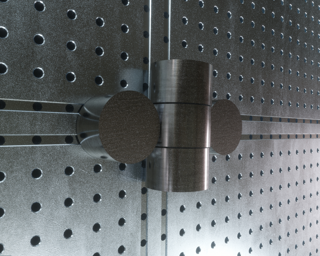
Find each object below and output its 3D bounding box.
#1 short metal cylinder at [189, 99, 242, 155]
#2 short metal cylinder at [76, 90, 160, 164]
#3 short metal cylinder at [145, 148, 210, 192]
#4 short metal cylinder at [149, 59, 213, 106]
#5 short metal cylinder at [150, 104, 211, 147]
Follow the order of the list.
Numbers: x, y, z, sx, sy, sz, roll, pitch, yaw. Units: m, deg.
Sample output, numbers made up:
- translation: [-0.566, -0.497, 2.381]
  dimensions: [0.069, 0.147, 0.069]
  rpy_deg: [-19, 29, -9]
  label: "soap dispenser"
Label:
- translation: [0.077, -0.001, 0.459]
  dimensions: [0.081, 0.050, 0.079]
  rpy_deg: [0, 90, -40]
  label: "short metal cylinder"
- translation: [-0.047, -0.001, 0.354]
  dimensions: [0.081, 0.050, 0.079]
  rpy_deg: [0, 90, -40]
  label: "short metal cylinder"
- translation: [0.022, 0.049, 0.393]
  dimensions: [0.081, 0.080, 0.050]
  rpy_deg: [2, 89, -40]
  label: "short metal cylinder"
- translation: [0.027, -0.053, 0.397]
  dimensions: [0.081, 0.080, 0.050]
  rpy_deg: [3, 88, -40]
  label: "short metal cylinder"
- translation: [0.025, -0.002, 0.395]
  dimensions: [0.081, 0.080, 0.050]
  rpy_deg: [2, 89, -40]
  label: "short metal cylinder"
